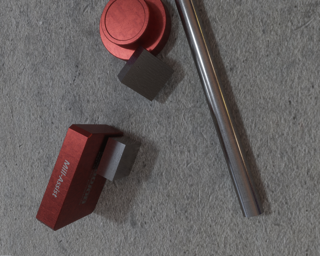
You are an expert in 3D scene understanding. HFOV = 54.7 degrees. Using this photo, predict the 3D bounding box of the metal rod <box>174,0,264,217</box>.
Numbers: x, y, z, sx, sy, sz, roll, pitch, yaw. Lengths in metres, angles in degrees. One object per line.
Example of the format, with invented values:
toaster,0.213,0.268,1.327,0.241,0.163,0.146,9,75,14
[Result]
metal rod,0.069,-0.040,0.384,0.025,0.025,0.299,-19,84,19

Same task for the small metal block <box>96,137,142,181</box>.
small metal block,-0.054,0.039,0.414,0.025,0.050,0.050,23,98,18

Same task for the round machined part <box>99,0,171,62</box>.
round machined part,-0.038,-0.139,0.412,0.098,0.042,0.097,0,90,19

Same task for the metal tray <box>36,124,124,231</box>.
metal tray,-0.102,0.060,0.408,0.030,0.090,0.129,25,98,18

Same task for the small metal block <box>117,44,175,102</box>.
small metal block,-0.018,-0.071,0.400,0.050,0.050,0.025,-52,31,12
